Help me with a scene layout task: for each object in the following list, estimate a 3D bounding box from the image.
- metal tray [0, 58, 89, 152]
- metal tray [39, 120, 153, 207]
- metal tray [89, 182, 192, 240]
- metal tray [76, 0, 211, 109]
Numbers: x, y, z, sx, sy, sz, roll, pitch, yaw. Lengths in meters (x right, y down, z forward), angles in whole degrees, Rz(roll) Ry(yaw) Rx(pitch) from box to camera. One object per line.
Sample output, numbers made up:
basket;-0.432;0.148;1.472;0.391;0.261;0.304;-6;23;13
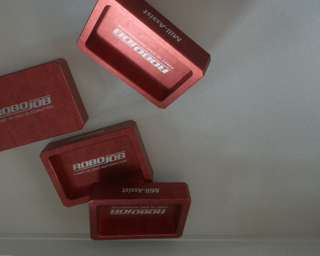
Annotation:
metal tray;-0.170;-0.028;0.397;0.131;0.030;0.089;-15;110;5
metal tray;-0.084;0.050;0.426;0.131;0.030;0.090;-16;110;5
metal tray;-0.029;0.116;0.428;0.131;0.030;0.089;1;128;-9
metal tray;-0.020;-0.087;0.350;0.130;0.030;0.090;36;142;-13
